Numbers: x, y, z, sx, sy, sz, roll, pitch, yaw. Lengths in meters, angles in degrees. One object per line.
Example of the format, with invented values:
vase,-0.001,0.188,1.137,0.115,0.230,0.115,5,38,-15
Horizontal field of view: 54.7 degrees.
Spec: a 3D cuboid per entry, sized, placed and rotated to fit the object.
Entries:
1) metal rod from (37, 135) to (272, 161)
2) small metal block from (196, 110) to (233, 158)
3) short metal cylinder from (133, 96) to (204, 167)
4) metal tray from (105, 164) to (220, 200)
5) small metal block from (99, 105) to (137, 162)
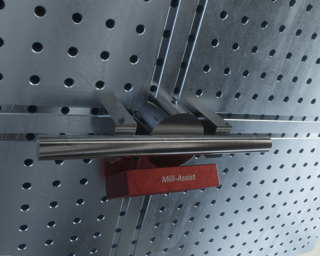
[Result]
metal rod,0.016,0.020,0.368,0.303,0.025,0.025,1,118,-28
small metal block,0.070,0.008,0.438,0.025,0.050,0.050,-1,119,-28
short metal cylinder,0.009,0.005,0.403,0.081,0.050,0.079,-14,124,-21
metal tray,0.002,0.073,0.418,0.131,0.090,0.030,0,75,-29
small metal block,-0.052,0.005,0.370,0.025,0.050,0.050,-1,119,-28
